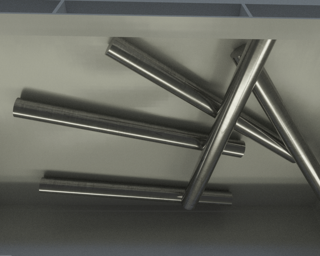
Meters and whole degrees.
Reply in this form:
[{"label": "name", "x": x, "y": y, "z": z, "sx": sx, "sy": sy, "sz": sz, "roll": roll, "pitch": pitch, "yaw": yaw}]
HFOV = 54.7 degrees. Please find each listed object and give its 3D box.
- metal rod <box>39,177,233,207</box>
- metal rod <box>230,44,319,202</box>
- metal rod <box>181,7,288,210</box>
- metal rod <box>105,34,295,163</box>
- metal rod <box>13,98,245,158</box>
[{"label": "metal rod", "x": -0.034, "y": 0.103, "z": 0.495, "sx": 0.302, "sy": 0.025, "sz": 0.025, "roll": 5, "pitch": 130, "yaw": -6}, {"label": "metal rod", "x": 0.176, "y": 0.018, "z": 0.403, "sx": 0.025, "sy": 0.025, "sz": 0.300, "roll": -29, "pitch": 118, "yaw": 22}, {"label": "metal rod", "x": 0.075, "y": 0.004, "z": 0.379, "sx": 0.025, "sy": 0.025, "sz": 0.298, "roll": 9, "pitch": 130, "yaw": -8}, {"label": "metal rod", "x": 0.071, "y": -0.025, "z": 0.388, "sx": 0.301, "sy": 0.025, "sz": 0.025, "roll": 27, "pitch": 125, "yaw": -22}, {"label": "metal rod", "x": -0.032, "y": 0.002, "z": 0.410, "sx": 0.302, "sy": 0.025, "sz": 0.025, "roll": 11, "pitch": 129, "yaw": -10}]
